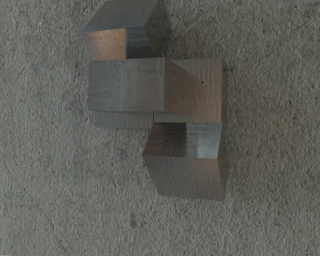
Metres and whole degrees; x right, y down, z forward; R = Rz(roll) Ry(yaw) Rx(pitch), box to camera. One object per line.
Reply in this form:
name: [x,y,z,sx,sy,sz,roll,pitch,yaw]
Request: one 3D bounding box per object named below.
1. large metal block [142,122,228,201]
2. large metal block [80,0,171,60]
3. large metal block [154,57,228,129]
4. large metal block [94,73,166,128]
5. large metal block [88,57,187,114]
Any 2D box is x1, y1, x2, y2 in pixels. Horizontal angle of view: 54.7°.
large metal block: [0.034,0.039,0.362,0.080,0.080,0.050,1,47,19]
large metal block: [-0.039,-0.121,0.387,0.080,0.050,0.080,1,46,20]
large metal block: [0.039,-0.039,0.381,0.080,0.050,0.079,1,90,19]
large metal block: [-0.037,-0.040,0.407,0.080,0.050,0.079,1,90,19]
large metal block: [-0.020,-0.041,0.334,0.080,0.080,0.050,1,91,19]
